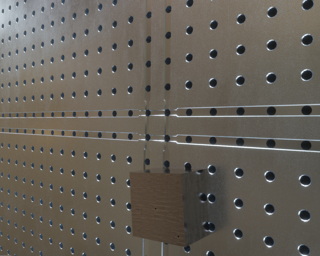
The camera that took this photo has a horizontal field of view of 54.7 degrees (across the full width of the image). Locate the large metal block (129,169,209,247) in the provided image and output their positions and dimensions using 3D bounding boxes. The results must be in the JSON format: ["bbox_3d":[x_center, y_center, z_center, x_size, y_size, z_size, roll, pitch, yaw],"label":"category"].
[{"bbox_3d":[0.011,0.093,0.383,0.080,0.050,0.080,-5,87,39],"label":"large metal block"}]
